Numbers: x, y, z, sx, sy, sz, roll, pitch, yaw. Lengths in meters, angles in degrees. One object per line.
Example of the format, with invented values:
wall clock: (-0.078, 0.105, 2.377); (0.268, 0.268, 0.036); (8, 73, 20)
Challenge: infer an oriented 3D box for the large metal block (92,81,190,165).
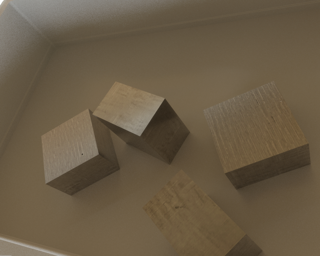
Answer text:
large metal block: (-0.021, -0.006, 0.384); (0.080, 0.080, 0.050); (23, 74, 36)

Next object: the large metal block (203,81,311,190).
large metal block: (0.101, 0.009, 0.331); (0.080, 0.050, 0.080); (-23, 53, 14)

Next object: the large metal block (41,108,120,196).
large metal block: (-0.110, 0.033, 0.425); (0.080, 0.050, 0.080); (-29, 52, 9)

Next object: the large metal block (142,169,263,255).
large metal block: (0.041, 0.095, 0.290); (0.050, 0.080, 0.080); (-45, 51, -3)
